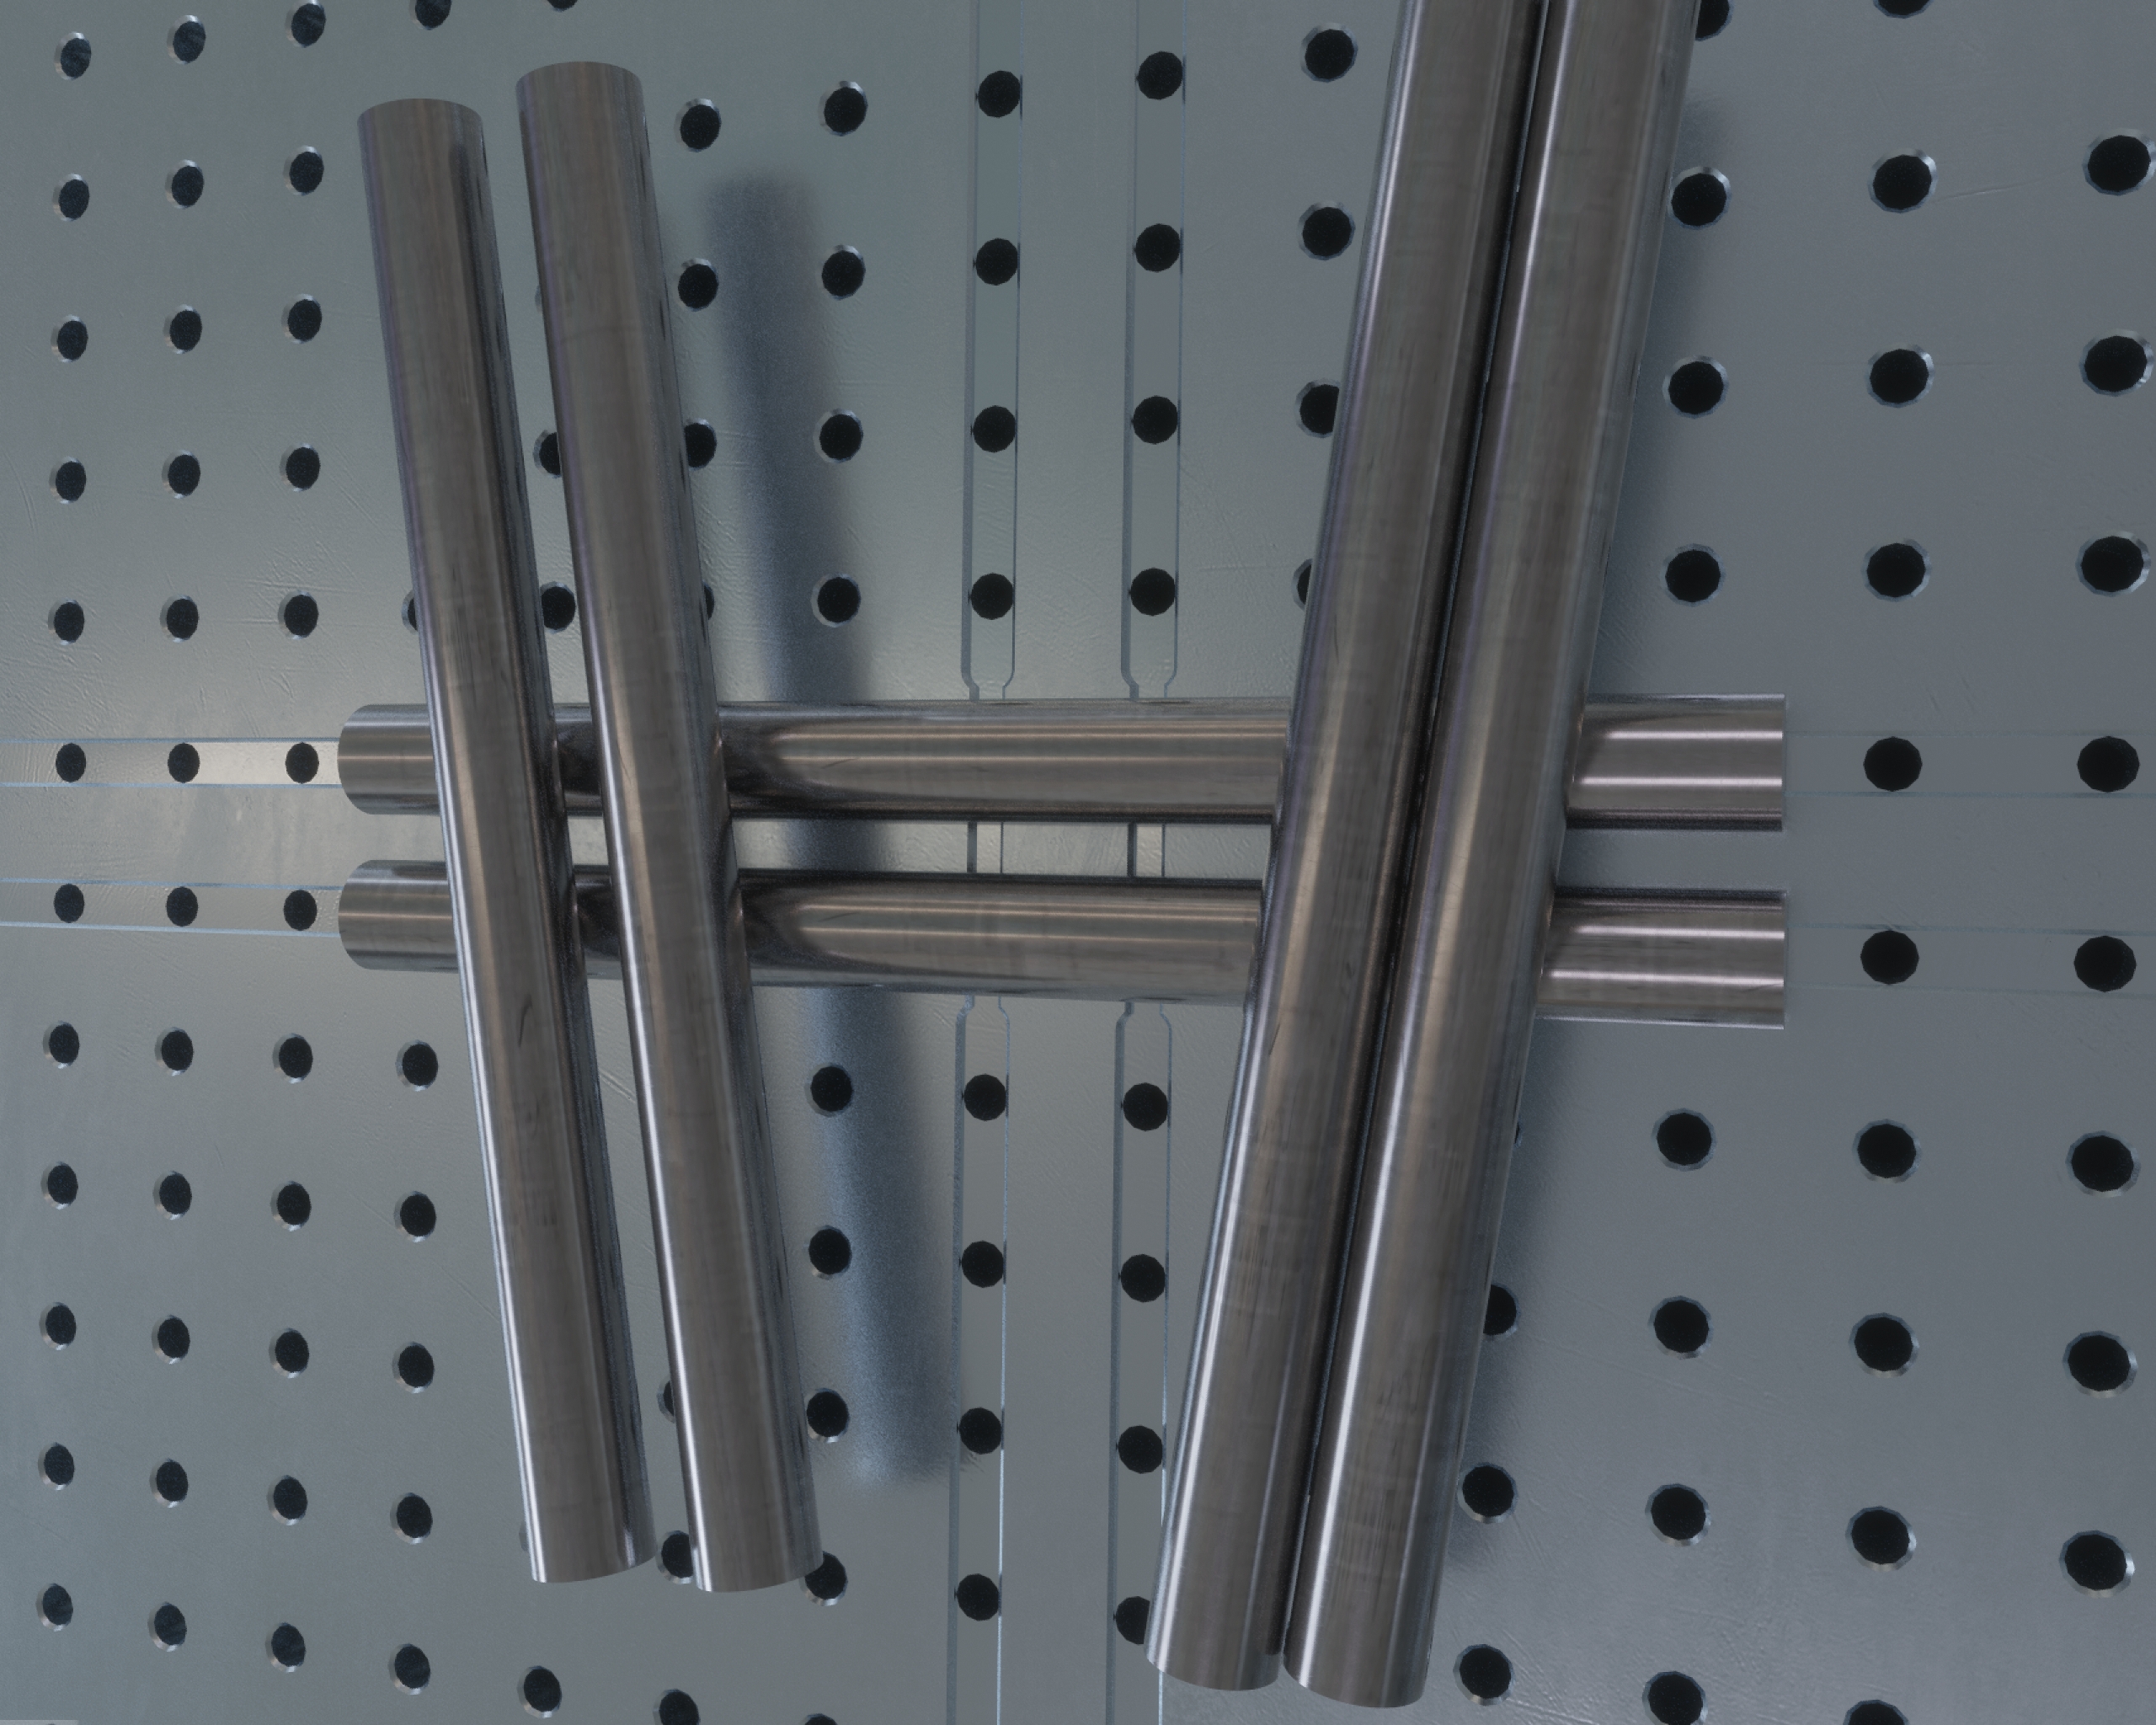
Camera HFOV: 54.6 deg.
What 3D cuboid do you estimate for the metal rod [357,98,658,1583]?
[{"bbox_3d":[-0.117,-0.006,0.429,0.025,0.025,0.299,-9,87,20],"label":"metal rod"}]

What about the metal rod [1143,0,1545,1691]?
[{"bbox_3d":[0.047,-0.003,0.371,0.025,0.025,0.298,10,93,20],"label":"metal rod"}]

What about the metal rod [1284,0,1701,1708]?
[{"bbox_3d":[0.071,-0.004,0.362,0.025,0.025,0.298,10,93,20],"label":"metal rod"}]

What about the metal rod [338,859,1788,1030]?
[{"bbox_3d":[-0.016,0.014,0.419,0.301,0.025,0.025,1,91,20],"label":"metal rod"}]

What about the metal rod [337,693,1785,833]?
[{"bbox_3d":[-0.017,-0.020,0.420,0.301,0.025,0.025,1,91,20],"label":"metal rod"}]

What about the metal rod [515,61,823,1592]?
[{"bbox_3d":[-0.082,-0.009,0.416,0.025,0.025,0.299,-8,87,20],"label":"metal rod"}]
